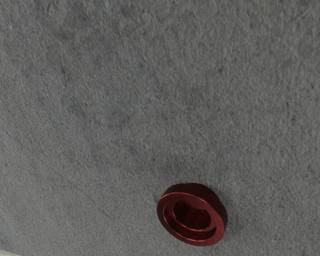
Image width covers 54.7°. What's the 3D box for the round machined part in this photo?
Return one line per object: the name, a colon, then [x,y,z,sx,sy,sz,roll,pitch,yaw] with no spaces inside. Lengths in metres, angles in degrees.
round machined part: [0.049,0.118,0.442,0.098,0.042,0.097,13,124,20]
